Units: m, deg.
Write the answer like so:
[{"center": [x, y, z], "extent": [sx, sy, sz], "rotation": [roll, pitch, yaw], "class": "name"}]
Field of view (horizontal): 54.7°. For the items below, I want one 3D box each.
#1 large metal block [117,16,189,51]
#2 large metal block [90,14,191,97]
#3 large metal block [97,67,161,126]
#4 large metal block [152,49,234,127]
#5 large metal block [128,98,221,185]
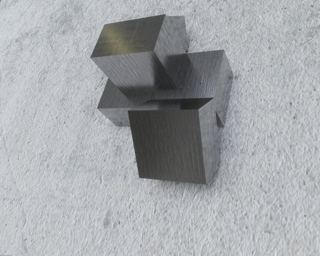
[{"center": [-0.014, -0.130, 0.448], "extent": [0.080, 0.050, 0.080], "rotation": [0, 18, 28], "class": "large metal block"}, {"center": [-0.019, -0.080, 0.364], "extent": [0.080, 0.080, 0.050], "rotation": [1, 63, 28], "class": "large metal block"}, {"center": [-0.029, -0.049, 0.431], "extent": [0.080, 0.050, 0.080], "rotation": [1, 62, 28], "class": "large metal block"}, {"center": [0.042, -0.048, 0.394], "extent": [0.080, 0.050, 0.080], "rotation": [1, 62, 28], "class": "large metal block"}, {"center": [0.018, 0.012, 0.344], "extent": [0.080, 0.079, 0.050], "rotation": [1, 18, 28], "class": "large metal block"}]
